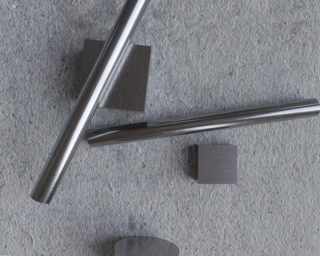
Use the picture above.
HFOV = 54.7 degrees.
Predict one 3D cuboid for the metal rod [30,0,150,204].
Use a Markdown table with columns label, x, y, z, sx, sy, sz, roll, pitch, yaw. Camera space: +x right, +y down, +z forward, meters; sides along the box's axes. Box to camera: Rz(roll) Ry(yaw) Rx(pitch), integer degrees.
| label | x | y | z | sx | sy | sz | roll | pitch | yaw |
| --- | --- | --- | --- | --- | --- | --- | --- | --- | --- |
| metal rod | -0.072 | -0.053 | 0.359 | 0.025 | 0.025 | 0.299 | 26 | 90 | -1 |

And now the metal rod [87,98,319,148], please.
| label | x | y | z | sx | sy | sz | roll | pitch | yaw |
| --- | --- | --- | --- | --- | --- | --- | --- | --- | --- |
| metal rod | 0.057 | -0.007 | 0.410 | 0.302 | 0.025 | 0.025 | -8 | 90 | -1 |

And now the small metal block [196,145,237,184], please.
| label | x | y | z | sx | sy | sz | roll | pitch | yaw |
| --- | --- | --- | --- | --- | --- | --- | --- | --- | --- |
| small metal block | 0.074 | 0.047 | 0.411 | 0.050 | 0.025 | 0.050 | 1 | 90 | -1 |

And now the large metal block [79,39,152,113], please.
| label | x | y | z | sx | sy | sz | roll | pitch | yaw |
| --- | --- | --- | --- | --- | --- | --- | --- | --- | --- |
| large metal block | -0.055 | -0.063 | 0.397 | 0.081 | 0.050 | 0.079 | 6 | 90 | -1 |

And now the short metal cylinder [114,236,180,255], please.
| label | x | y | z | sx | sy | sz | roll | pitch | yaw |
| --- | --- | --- | --- | --- | --- | --- | --- | --- | --- |
| short metal cylinder | -0.018 | 0.173 | 0.382 | 0.081 | 0.080 | 0.050 | 5 | 90 | -1 |
